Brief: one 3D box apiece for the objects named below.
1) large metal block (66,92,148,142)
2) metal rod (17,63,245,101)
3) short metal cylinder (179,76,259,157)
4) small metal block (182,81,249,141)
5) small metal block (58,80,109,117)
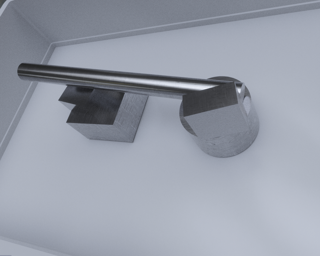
[{"bbox_3d":[-0.073,-0.029,0.440,0.080,0.050,0.080,3,63,29],"label":"large metal block"},{"bbox_3d":[-0.053,-0.056,0.374,0.301,0.025,0.025,9,66,23],"label":"metal rod"},{"bbox_3d":[0.069,-0.013,0.358,0.080,0.050,0.080,-13,56,20],"label":"short metal cylinder"},{"bbox_3d":[0.055,-0.014,0.301,0.050,0.050,0.025,-14,56,20],"label":"small metal block"},{"bbox_3d":[-0.101,-0.047,0.419,0.050,0.025,0.050,14,68,33],"label":"small metal block"}]
